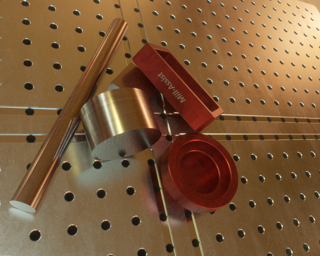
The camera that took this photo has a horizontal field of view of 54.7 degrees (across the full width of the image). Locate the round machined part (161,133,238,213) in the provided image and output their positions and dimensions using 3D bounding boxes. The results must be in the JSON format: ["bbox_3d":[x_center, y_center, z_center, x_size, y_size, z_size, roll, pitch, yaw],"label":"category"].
[{"bbox_3d":[0.045,0.058,0.388,0.099,0.042,0.098,14,56,-21],"label":"round machined part"}]

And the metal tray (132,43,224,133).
[{"bbox_3d":[0.029,-0.057,0.429,0.130,0.030,0.090,49,20,6],"label":"metal tray"}]

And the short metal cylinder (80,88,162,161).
[{"bbox_3d":[-0.045,-0.003,0.352,0.081,0.080,0.050,-8,66,-32],"label":"short metal cylinder"}]

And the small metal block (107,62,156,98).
[{"bbox_3d":[-0.036,-0.054,0.423,0.050,0.025,0.050,37,51,-4],"label":"small metal block"}]

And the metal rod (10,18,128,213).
[{"bbox_3d":[-0.095,-0.041,0.382,0.025,0.025,0.300,26,52,-13],"label":"metal rod"}]
